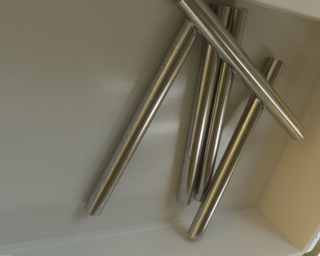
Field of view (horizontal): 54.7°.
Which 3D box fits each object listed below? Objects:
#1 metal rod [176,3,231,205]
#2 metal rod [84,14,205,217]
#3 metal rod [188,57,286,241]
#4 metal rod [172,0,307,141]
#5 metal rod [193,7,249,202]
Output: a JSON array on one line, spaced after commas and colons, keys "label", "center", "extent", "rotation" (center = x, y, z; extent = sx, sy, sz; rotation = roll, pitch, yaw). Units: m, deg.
[{"label": "metal rod", "center": [0.054, -0.013, 0.429], "extent": [0.025, 0.025, 0.298], "rotation": [-8, 122, -25]}, {"label": "metal rod", "center": [-0.022, -0.012, 0.388], "extent": [0.025, 0.025, 0.298], "rotation": [18, 109, -35]}, {"label": "metal rod", "center": [0.111, 0.039, 0.470], "extent": [0.025, 0.025, 0.298], "rotation": [14, 104, -34]}, {"label": "metal rod", "center": [0.119, -0.062, 0.396], "extent": [0.025, 0.025, 0.301], "rotation": [-49, 127, 6]}, {"label": "metal rod", "center": [0.080, -0.014, 0.443], "extent": [0.025, 0.025, 0.298], "rotation": [-9, 122, -24]}]
